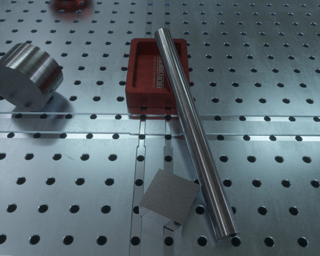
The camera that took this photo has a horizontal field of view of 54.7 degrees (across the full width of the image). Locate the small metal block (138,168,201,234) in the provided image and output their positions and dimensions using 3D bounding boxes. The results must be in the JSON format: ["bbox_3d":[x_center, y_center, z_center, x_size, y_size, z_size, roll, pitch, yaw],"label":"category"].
[{"bbox_3d":[0.011,0.079,0.341,0.050,0.025,0.050,20,53,16],"label":"small metal block"}]

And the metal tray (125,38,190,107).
[{"bbox_3d":[-0.002,-0.089,0.478,0.091,0.030,0.130,1,50,0],"label":"metal tray"}]

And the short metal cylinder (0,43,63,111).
[{"bbox_3d":[-0.183,-0.069,0.428,0.080,0.080,0.050,14,51,11],"label":"short metal cylinder"}]

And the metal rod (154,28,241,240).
[{"bbox_3d":[0.037,-0.015,0.390,0.025,0.025,0.299,-10,60,-9],"label":"metal rod"}]
